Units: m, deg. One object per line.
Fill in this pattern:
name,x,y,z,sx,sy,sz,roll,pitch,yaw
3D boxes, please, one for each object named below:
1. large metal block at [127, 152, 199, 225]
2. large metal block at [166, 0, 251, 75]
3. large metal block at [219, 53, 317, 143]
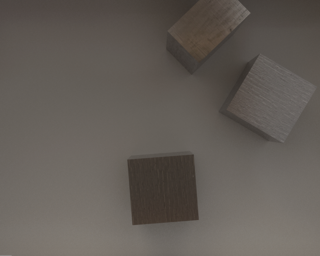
large metal block,0.004,0.074,0.399,0.080,0.050,0.080,-4,90,0
large metal block,0.055,-0.118,0.384,0.080,0.080,0.050,-44,90,0
large metal block,0.135,-0.036,0.400,0.080,0.050,0.080,31,90,0
